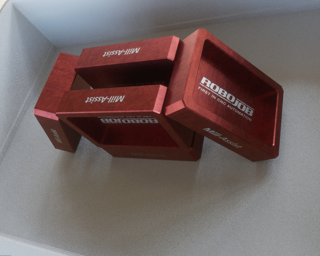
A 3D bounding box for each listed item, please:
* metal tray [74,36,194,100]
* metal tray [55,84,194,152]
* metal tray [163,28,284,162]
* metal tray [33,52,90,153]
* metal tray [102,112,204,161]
[{"bbox_3d":[-0.024,-0.061,0.373,0.130,0.090,0.030,0,62,28],"label":"metal tray"},{"bbox_3d":[-0.038,-0.008,0.348,0.130,0.090,0.030,0,62,28],"label":"metal tray"},{"bbox_3d":[0.072,-0.030,0.318,0.030,0.131,0.090,-22,47,53],"label":"metal tray"},{"bbox_3d":[-0.125,-0.029,0.422,0.030,0.129,0.090,15,66,-1],"label":"metal tray"},{"bbox_3d":[-0.006,-0.006,0.408,0.130,0.030,0.090,0,62,27],"label":"metal tray"}]
